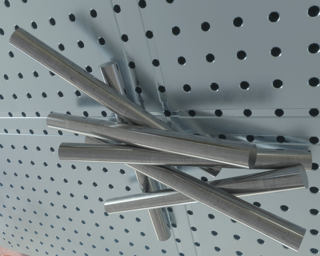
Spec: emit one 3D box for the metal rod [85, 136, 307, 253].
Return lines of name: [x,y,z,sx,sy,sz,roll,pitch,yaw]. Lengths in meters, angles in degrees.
metal rod: [0.021,0.064,0.384,0.300,0.025,0.025,22,128,29]

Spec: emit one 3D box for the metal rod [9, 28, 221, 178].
metal rod: [-0.049,-0.028,0.391,0.301,0.025,0.025,33,129,-6]

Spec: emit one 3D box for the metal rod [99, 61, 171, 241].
metal rod: [-0.030,0.049,0.457,0.025,0.025,0.299,-1,118,29]

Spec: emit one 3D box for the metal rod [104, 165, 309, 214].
metal rod: [0.036,0.089,0.412,0.299,0.025,0.025,-18,109,36]

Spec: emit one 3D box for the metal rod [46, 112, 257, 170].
metal rod: [-0.035,0.008,0.381,0.300,0.025,0.025,9,123,33]

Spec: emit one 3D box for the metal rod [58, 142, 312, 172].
metal rod: [0.020,0.034,0.378,0.301,0.025,0.025,1,120,12]
